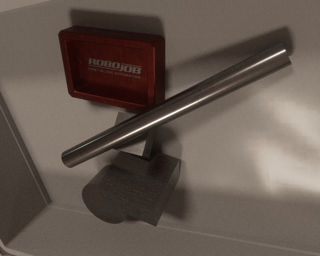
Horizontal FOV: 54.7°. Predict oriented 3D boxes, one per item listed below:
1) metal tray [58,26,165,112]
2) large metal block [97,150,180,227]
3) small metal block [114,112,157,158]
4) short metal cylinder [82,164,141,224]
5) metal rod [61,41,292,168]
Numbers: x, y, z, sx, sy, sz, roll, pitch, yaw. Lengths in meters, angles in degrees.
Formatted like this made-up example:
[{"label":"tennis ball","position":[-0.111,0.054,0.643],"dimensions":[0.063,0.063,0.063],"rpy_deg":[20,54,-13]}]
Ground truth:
[{"label":"metal tray","position":[-0.059,-0.074,0.389],"dimensions":[0.130,0.030,0.089],"rpy_deg":[13,124,20]},{"label":"large metal block","position":[-0.026,0.075,0.424],"dimensions":[0.080,0.080,0.050],"rpy_deg":[18,143,17]},{"label":"small metal block","position":[-0.035,0.009,0.414],"dimensions":[0.050,0.025,0.050],"rpy_deg":[12,82,21]},{"label":"short metal cylinder","position":[-0.076,0.106,0.496],"dimensions":[0.080,0.050,0.079],"rpy_deg":[13,124,20]},{"label":"metal rod","position":[-0.001,-0.015,0.361],"dimensions":[0.300,0.025,0.025],"rpy_deg":[-25,105,24]}]
